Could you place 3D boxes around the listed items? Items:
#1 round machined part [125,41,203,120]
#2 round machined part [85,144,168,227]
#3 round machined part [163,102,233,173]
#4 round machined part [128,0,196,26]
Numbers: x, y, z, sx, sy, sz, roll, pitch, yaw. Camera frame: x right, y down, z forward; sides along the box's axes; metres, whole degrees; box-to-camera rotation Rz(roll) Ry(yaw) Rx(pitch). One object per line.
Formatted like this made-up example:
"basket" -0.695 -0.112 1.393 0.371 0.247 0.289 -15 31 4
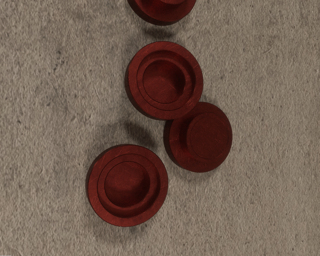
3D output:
"round machined part" 0.002 -0.058 0.399 0.099 0.042 0.097 1 86 -18
"round machined part" -0.043 0.068 0.385 0.099 0.042 0.097 0 90 -21
"round machined part" 0.058 0.013 0.423 0.099 0.042 0.097 0 90 -21
"round machined part" 0.006 -0.188 0.403 0.099 0.042 0.097 0 90 -21
